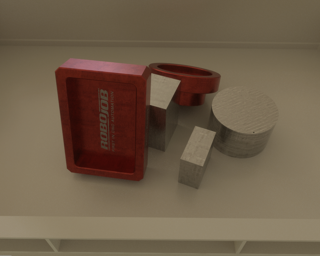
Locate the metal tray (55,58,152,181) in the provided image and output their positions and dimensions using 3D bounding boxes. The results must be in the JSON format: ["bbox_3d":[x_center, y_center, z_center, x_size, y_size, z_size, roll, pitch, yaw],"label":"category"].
[{"bbox_3d":[-0.059,-0.006,0.339,0.091,0.129,0.030,7,31,5],"label":"metal tray"}]

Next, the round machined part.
[{"bbox_3d":[0.031,-0.059,0.426,0.099,0.042,0.098,7,19,-2],"label":"round machined part"}]

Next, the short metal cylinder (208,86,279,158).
[{"bbox_3d":[0.104,-0.008,0.397,0.081,0.050,0.080,0,50,0],"label":"short metal cylinder"}]

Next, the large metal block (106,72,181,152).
[{"bbox_3d":[-0.022,-0.024,0.389,0.080,0.080,0.050,16,52,13],"label":"large metal block"}]

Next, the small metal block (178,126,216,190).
[{"bbox_3d":[0.043,0.035,0.360,0.025,0.050,0.050,18,52,14],"label":"small metal block"}]
